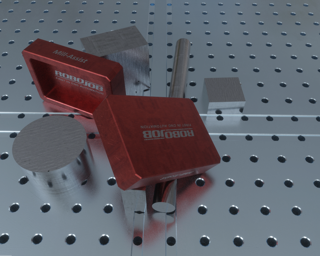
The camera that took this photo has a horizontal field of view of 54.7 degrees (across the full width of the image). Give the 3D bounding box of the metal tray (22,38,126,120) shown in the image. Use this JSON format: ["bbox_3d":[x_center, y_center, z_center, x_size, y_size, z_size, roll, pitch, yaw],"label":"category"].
[{"bbox_3d":[-0.110,-0.059,0.414,0.130,0.090,0.030,19,53,15],"label":"metal tray"}]

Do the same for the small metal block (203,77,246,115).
[{"bbox_3d":[0.091,-0.047,0.447,0.050,0.025,0.050,-2,50,-2],"label":"small metal block"}]

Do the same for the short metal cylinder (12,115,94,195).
[{"bbox_3d":[-0.123,0.031,0.364,0.080,0.050,0.080,0,50,0],"label":"short metal cylinder"}]

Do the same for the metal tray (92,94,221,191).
[{"bbox_3d":[0.001,0.011,0.338,0.131,0.030,0.090,-3,62,-45],"label":"metal tray"}]

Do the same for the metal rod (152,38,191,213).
[{"bbox_3d":[0.022,-0.028,0.430,0.025,0.025,0.300,5,50,4],"label":"metal rod"}]

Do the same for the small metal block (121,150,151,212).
[{"bbox_3d":[-0.025,0.058,0.342,0.025,0.050,0.050,4,50,3],"label":"small metal block"}]

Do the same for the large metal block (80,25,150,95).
[{"bbox_3d":[-0.062,-0.092,0.448,0.081,0.080,0.050,-19,53,-15],"label":"large metal block"}]
